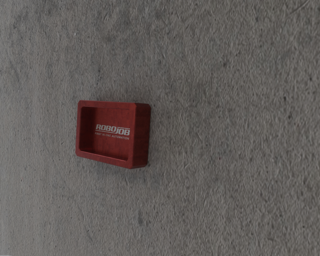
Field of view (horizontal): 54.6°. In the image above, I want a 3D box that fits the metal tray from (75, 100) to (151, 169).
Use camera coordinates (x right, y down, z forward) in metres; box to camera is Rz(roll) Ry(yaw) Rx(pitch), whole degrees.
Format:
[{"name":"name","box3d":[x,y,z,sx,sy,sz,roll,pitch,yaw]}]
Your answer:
[{"name":"metal tray","box3d":[-0.074,0.006,0.463,0.130,0.030,0.089,7,94,40]}]
